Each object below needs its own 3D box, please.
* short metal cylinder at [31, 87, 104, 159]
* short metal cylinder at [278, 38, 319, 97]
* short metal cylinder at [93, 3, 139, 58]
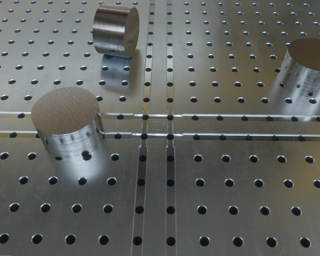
[{"bbox_3d":[-0.116,-0.007,0.396,0.081,0.050,0.080,0,50,0],"label":"short metal cylinder"},{"bbox_3d":[0.228,-0.093,0.470,0.081,0.050,0.080,0,50,0],"label":"short metal cylinder"},{"bbox_3d":[-0.069,-0.158,0.504,0.050,0.080,0.080,11,51,9],"label":"short metal cylinder"}]
